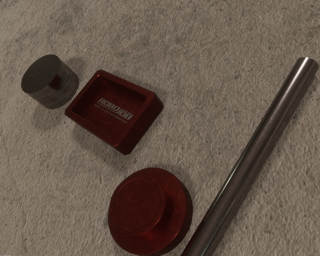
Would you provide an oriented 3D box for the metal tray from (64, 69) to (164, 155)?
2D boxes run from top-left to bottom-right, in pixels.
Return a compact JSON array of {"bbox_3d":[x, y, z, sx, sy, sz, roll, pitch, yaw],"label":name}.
[{"bbox_3d":[-0.070,-0.027,0.452,0.130,0.030,0.090,28,77,37],"label":"metal tray"}]

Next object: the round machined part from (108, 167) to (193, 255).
[{"bbox_3d":[-0.017,0.089,0.346,0.098,0.042,0.098,-13,56,20],"label":"round machined part"}]

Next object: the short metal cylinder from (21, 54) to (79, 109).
[{"bbox_3d":[-0.188,-0.079,0.532,0.080,0.050,0.080,-13,56,20],"label":"short metal cylinder"}]

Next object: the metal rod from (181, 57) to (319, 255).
[{"bbox_3d":[0.089,0.048,0.327,0.025,0.025,0.300,25,75,36],"label":"metal rod"}]
